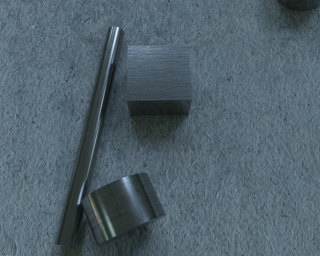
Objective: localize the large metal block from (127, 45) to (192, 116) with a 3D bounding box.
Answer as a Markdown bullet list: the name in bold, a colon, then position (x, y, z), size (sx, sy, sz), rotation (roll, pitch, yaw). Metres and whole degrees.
- **large metal block**: position (-0.001, -0.063, 0.418), size (0.081, 0.050, 0.080), rotation (-1, 70, -1)

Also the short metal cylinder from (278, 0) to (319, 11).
- **short metal cylinder**: position (0.225, -0.231, 0.481), size (0.081, 0.050, 0.080), rotation (0, 70, 0)

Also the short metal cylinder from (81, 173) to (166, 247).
- **short metal cylinder**: position (-0.040, 0.091, 0.346), size (0.080, 0.080, 0.050), rotation (-23, 72, -8)

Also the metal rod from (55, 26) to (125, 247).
- **metal rod**: position (-0.087, -0.004, 0.408), size (0.025, 0.025, 0.299), rotation (8, 70, 3)
